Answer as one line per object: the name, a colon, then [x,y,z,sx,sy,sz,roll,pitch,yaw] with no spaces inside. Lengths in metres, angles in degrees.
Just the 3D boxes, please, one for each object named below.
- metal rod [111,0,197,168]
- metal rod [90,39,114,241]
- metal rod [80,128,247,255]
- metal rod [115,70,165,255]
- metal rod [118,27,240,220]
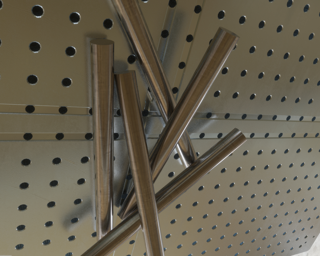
metal rod: [0.002,-0.045,0.385,0.025,0.025,0.299,-31,129,-9]
metal rod: [-0.072,0.039,0.397,0.025,0.025,0.298,-9,123,-24]
metal rod: [0.001,0.104,0.441,0.301,0.025,0.025,-39,130,-4]
metal rod: [-0.021,0.077,0.399,0.025,0.025,0.298,-15,109,-20]
metal rod: [0.012,0.014,0.399,0.025,0.025,0.298,9,123,-33]
